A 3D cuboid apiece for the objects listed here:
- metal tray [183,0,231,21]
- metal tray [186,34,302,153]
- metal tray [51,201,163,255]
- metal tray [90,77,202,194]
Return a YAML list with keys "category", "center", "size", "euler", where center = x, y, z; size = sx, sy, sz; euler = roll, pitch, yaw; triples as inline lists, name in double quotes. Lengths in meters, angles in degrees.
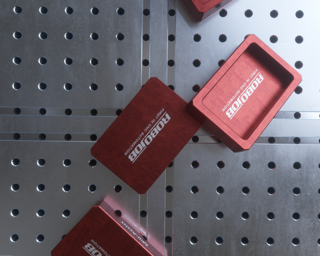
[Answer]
- category: "metal tray"
  center: [0.053, -0.223, 0.410]
  size: [0.090, 0.030, 0.130]
  euler: [-34, 90, 0]
- category: "metal tray"
  center: [0.108, -0.045, 0.395]
  size: [0.090, 0.030, 0.130]
  euler: [41, 75, 0]
- category: "metal tray"
  center: [-0.064, 0.173, 0.411]
  size: [0.130, 0.030, 0.090]
  euler: [43, 90, 0]
- category: "metal tray"
  center: [-0.016, 0.010, 0.411]
  size: [0.090, 0.030, 0.130]
  euler: [40, 90, 0]
